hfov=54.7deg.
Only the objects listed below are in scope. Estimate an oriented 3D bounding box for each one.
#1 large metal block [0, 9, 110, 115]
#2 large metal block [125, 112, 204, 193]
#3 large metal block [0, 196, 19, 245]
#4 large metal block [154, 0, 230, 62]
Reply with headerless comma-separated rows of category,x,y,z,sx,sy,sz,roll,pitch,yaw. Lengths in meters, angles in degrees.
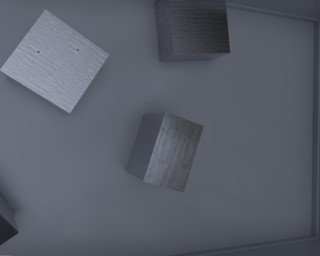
large metal block,-0.118,-0.071,0.354,0.080,0.050,0.080,34,79,-17
large metal block,0.003,0.027,0.383,0.050,0.080,0.080,20,83,-19
large metal block,-0.204,0.091,0.306,0.080,0.050,0.080,-34,127,-17
large metal block,0.042,-0.134,0.414,0.081,0.050,0.079,-6,92,-20
